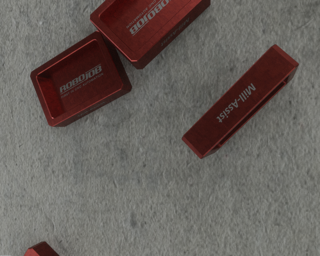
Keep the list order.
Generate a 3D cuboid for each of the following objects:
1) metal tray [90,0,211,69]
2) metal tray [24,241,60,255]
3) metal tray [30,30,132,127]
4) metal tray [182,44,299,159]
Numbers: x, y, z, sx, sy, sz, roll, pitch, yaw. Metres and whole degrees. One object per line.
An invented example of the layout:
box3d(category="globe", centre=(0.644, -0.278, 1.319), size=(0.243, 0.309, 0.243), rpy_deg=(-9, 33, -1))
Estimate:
box3d(category="metal tray", centre=(-0.012, -0.150, 0.393), size=(0.130, 0.030, 0.090), rpy_deg=(-44, 77, 0))
box3d(category="metal tray", centre=(-0.162, 0.248, 0.461), size=(0.130, 0.030, 0.090), rpy_deg=(37, 101, 16))
box3d(category="metal tray", centre=(-0.115, -0.067, 0.445), size=(0.130, 0.030, 0.090), rpy_deg=(-26, 82, 17))
box3d(category="metal tray", centre=(0.089, -0.024, 0.342), size=(0.130, 0.090, 0.030), rpy_deg=(-46, 76, 14))
